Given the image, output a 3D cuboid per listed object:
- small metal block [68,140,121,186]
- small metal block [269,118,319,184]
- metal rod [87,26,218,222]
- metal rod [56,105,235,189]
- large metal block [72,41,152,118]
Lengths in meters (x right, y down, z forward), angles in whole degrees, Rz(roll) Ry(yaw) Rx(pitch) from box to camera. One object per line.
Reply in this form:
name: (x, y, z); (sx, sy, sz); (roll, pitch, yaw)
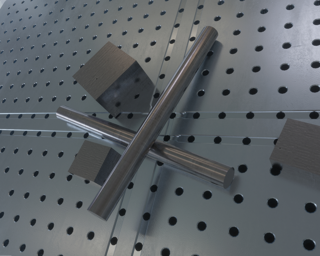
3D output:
small metal block: (-0.090, 0.048, 0.426); (0.050, 0.025, 0.050); (12, 68, 33)
small metal block: (0.148, 0.023, 0.317); (0.050, 0.025, 0.050); (19, 72, 35)
metal rod: (0.003, -0.023, 0.394); (0.025, 0.025, 0.300); (14, 61, 34)
metal rod: (-0.042, 0.015, 0.421); (0.300, 0.025, 0.025); (19, 72, 35)
large metal block: (-0.075, -0.076, 0.478); (0.080, 0.050, 0.080); (-45, 51, -4)
